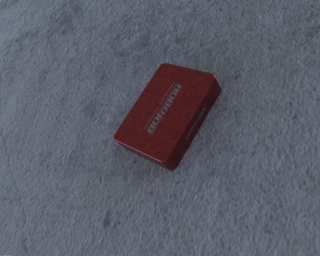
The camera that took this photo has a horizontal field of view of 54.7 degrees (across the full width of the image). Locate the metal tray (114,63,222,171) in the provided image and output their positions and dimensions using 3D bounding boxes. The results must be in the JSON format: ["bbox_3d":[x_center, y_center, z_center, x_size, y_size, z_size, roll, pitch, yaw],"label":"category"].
[{"bbox_3d":[0.010,-0.019,0.406,0.090,0.030,0.130,22,73,35],"label":"metal tray"}]
